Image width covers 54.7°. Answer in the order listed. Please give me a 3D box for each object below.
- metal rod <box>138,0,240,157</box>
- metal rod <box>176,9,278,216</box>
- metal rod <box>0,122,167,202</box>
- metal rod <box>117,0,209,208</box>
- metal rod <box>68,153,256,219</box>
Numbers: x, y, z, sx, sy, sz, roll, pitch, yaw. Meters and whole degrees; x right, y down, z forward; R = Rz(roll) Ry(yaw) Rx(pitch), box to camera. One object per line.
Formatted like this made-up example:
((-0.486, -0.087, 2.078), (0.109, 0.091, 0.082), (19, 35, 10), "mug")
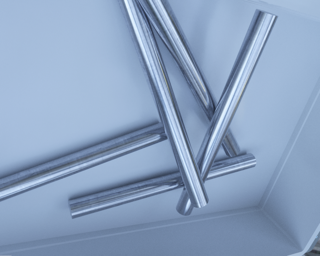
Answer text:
((0.050, -0.049, 0.388), (0.025, 0.025, 0.300), (-39, 135, -2), "metal rod")
((0.076, 0.000, 0.405), (0.025, 0.025, 0.298), (1, 123, -29), "metal rod")
((-0.130, 0.052, 0.369), (0.302, 0.025, 0.025), (-20, 126, -17), "metal rod")
((0.009, -0.023, 0.365), (0.025, 0.025, 0.299), (-27, 117, -12), "metal rod")
((0.018, 0.082, 0.468), (0.303, 0.025, 0.025), (-11, 123, -23), "metal rod")
